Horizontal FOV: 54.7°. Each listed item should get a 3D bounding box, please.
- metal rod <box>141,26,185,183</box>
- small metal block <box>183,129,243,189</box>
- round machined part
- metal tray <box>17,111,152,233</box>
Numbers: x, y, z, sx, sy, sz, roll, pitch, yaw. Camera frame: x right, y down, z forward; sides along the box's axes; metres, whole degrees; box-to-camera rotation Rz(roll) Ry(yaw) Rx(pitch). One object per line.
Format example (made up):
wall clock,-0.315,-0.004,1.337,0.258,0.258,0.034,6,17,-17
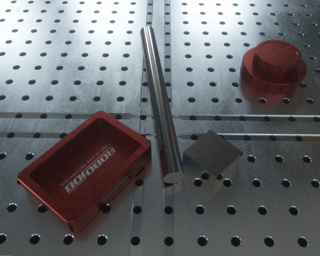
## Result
metal rod,-0.003,-0.056,0.454,0.025,0.025,0.300,-6,50,-5
small metal block,0.063,0.036,0.378,0.050,0.025,0.050,-37,59,-27
round machined part,0.179,-0.101,0.484,0.099,0.042,0.098,0,50,0
metal tray,-0.083,0.044,0.365,0.090,0.030,0.131,31,56,23
